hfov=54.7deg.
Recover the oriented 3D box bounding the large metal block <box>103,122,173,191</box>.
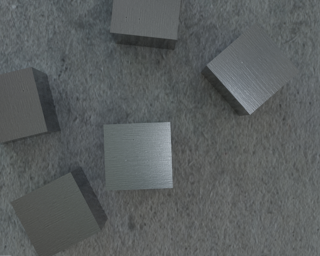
[{"bbox_3d":[-0.026,0.034,0.397,0.081,0.050,0.079,-2,90,-1],"label":"large metal block"}]

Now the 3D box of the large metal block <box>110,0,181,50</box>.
[{"bbox_3d":[-0.016,-0.150,0.397,0.081,0.050,0.079,6,90,-1],"label":"large metal block"}]

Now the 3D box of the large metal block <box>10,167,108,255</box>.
[{"bbox_3d":[-0.125,0.106,0.396,0.080,0.050,0.080,-27,90,0],"label":"large metal block"}]

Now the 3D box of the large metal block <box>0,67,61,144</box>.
[{"bbox_3d":[-0.183,-0.025,0.395,0.080,0.050,0.080,-14,90,-1],"label":"large metal block"}]

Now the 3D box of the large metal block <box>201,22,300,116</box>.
[{"bbox_3d":[0.113,-0.072,0.399,0.080,0.050,0.080,-41,91,0],"label":"large metal block"}]
